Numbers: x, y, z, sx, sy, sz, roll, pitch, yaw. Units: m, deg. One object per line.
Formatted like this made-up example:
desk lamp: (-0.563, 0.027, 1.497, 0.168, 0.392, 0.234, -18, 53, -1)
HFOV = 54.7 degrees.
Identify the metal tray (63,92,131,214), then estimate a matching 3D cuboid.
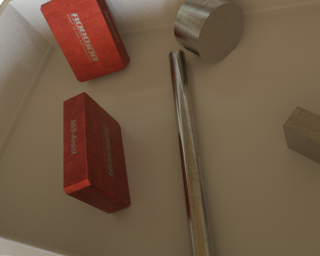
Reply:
metal tray: (-0.079, 0.030, 0.384, 0.030, 0.090, 0.130, -23, 53, 14)

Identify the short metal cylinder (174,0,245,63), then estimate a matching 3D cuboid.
short metal cylinder: (0.066, -0.135, 0.418, 0.080, 0.080, 0.050, -44, 51, -2)

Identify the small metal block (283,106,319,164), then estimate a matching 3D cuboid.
small metal block: (0.153, 0.011, 0.303, 0.050, 0.050, 0.025, 34, 81, 38)

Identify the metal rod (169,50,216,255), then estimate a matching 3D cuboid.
metal rod: (0.035, 0.019, 0.374, 0.025, 0.025, 0.299, -17, 55, 18)

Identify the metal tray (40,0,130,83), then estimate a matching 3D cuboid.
metal tray: (-0.114, -0.145, 0.487, 0.090, 0.129, 0.030, -13, 27, 20)
